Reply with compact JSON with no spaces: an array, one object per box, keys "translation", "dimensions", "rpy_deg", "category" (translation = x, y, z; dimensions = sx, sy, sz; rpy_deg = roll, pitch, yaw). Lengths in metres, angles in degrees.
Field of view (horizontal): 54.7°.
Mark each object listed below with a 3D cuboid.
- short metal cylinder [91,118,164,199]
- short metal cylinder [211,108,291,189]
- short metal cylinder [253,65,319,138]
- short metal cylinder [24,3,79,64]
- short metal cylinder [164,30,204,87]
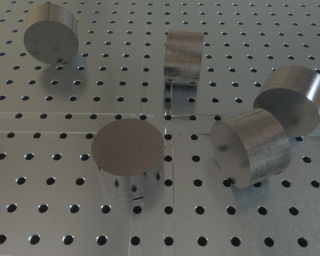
[{"translation":[-0.035,0.035,0.362],"dimensions":[0.081,0.050,0.080],"rpy_deg":[0,50,0],"category":"short metal cylinder"},{"translation":[0.101,0.022,0.354],"dimensions":[0.050,0.080,0.080],"rpy_deg":[-18,53,-15],"category":"short metal cylinder"},{"translation":[0.169,-0.034,0.403],"dimensions":[0.080,0.080,0.050],"rpy_deg":[25,54,19],"category":"short metal cylinder"},{"translation":[-0.172,-0.149,0.495],"dimensions":[0.081,0.080,0.050],"rpy_deg":[-8,51,-7],"category":"short metal cylinder"},{"translation":[0.035,-0.103,0.459],"dimensions":[0.050,0.080,0.080],"rpy_deg":[6,50,4],"category":"short metal cylinder"}]
